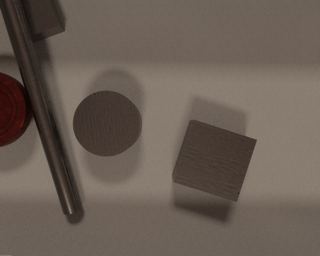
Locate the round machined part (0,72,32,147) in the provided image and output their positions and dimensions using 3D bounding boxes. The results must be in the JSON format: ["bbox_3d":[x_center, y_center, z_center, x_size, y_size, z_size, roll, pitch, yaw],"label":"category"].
[{"bbox_3d":[-0.214,-0.023,0.400,0.099,0.042,0.097,0,90,-1],"label":"round machined part"}]

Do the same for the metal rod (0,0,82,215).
[{"bbox_3d":[-0.153,-0.034,0.393,0.025,0.025,0.298,-15,97,0],"label":"metal rod"}]

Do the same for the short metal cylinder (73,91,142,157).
[{"bbox_3d":[-0.065,-0.005,0.398,0.081,0.050,0.079,0,90,-1],"label":"short metal cylinder"}]

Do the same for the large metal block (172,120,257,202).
[{"bbox_3d":[0.067,0.040,0.400,0.080,0.050,0.080,18,90,-1],"label":"large metal block"}]

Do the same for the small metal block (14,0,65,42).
[{"bbox_3d":[-0.162,-0.146,0.409,0.050,0.025,0.050,-21,90,-1],"label":"small metal block"}]
